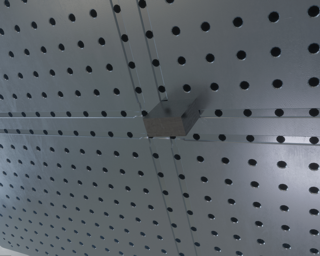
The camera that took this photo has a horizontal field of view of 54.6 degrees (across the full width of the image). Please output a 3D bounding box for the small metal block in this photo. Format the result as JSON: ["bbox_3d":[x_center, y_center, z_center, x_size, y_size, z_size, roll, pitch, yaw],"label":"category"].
[{"bbox_3d":[0.015,-0.013,0.380,0.050,0.050,0.025,-2,117,29],"label":"small metal block"}]
